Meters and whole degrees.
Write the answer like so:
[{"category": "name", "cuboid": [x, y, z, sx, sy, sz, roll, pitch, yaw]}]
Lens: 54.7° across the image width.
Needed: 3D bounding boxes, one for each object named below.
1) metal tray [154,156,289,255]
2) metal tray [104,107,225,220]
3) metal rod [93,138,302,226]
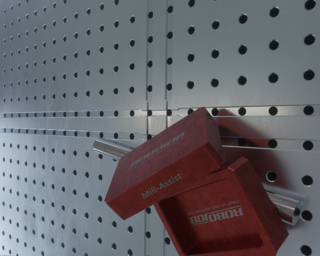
[{"category": "metal tray", "cuboid": [0.056, 0.093, 0.333, 0.130, 0.030, 0.090, -31, 84, 45]}, {"category": "metal tray", "cuboid": [0.005, 0.037, 0.344, 0.130, 0.090, 0.030, -33, 110, 19]}, {"category": "metal rod", "cuboid": [0.019, 0.055, 0.393, 0.300, 0.025, 0.025, 14, 99, 39]}]
